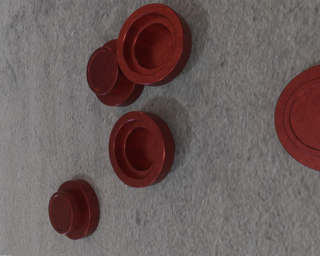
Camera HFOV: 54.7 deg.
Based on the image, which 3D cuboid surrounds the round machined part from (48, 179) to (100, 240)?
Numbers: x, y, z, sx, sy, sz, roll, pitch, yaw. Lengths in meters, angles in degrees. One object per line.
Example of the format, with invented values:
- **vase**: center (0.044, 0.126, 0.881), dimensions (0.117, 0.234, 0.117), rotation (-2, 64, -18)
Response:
- **round machined part**: center (-0.148, 0.136, 0.513), dimensions (0.098, 0.042, 0.097), rotation (0, 90, 39)

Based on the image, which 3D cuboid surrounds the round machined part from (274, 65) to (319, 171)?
- **round machined part**: center (0.149, -0.009, 0.270), dimensions (0.098, 0.042, 0.097), rotation (0, 90, 39)

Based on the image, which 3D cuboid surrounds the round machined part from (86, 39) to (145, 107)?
- **round machined part**: center (-0.069, -0.080, 0.448), dimensions (0.098, 0.042, 0.097), rotation (0, 90, 39)

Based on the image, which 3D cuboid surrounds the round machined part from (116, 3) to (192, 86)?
- **round machined part**: center (-0.004, -0.101, 0.390), dimensions (0.098, 0.042, 0.097), rotation (-1, 88, 32)

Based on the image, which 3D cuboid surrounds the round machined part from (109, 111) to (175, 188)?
- **round machined part**: center (-0.019, 0.027, 0.408), dimensions (0.098, 0.042, 0.097), rotation (0, 90, 39)
